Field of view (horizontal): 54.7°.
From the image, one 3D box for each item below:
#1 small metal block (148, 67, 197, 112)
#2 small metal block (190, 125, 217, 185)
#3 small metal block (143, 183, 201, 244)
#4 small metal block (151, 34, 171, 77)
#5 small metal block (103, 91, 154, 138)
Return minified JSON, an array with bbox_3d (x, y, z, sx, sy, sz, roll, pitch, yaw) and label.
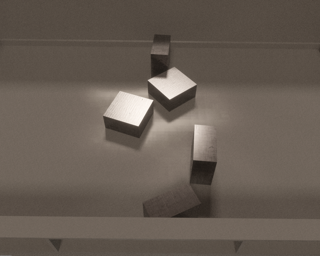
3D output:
[{"bbox_3d":[0.017,-0.058,0.454,0.050,0.025,0.050,-31,57,-24],"label":"small metal block"},{"bbox_3d":[0.050,0.032,0.363,0.025,0.050,0.050,5,50,3],"label":"small metal block"},{"bbox_3d":[0.011,0.088,0.315,0.050,0.050,0.025,-20,53,-16],"label":"small metal block"},{"bbox_3d":[0.002,-0.109,0.480,0.025,0.050,0.050,4,50,3],"label":"small metal block"},{"bbox_3d":[-0.042,-0.019,0.420,0.050,0.025,0.050,17,52,13],"label":"small metal block"}]
